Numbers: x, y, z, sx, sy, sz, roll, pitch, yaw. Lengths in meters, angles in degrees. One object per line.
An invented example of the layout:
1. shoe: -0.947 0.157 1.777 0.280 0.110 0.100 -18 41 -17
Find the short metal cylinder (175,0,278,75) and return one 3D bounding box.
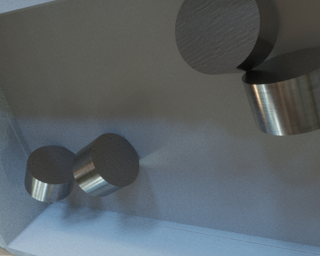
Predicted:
1. short metal cylinder: 0.061 -0.091 0.288 0.080 0.050 0.079 8 104 35

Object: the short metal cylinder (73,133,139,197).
1. short metal cylinder: -0.077 0.053 0.447 0.050 0.080 0.080 -32 101 38

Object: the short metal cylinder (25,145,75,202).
1. short metal cylinder: -0.179 0.075 0.514 0.080 0.080 0.050 32 129 7

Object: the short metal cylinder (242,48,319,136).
1. short metal cylinder: 0.123 -0.035 0.287 0.080 0.080 0.050 -10 114 32
